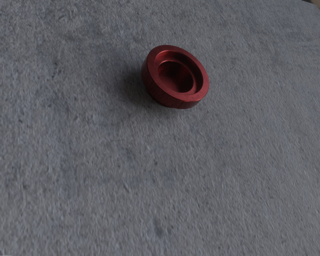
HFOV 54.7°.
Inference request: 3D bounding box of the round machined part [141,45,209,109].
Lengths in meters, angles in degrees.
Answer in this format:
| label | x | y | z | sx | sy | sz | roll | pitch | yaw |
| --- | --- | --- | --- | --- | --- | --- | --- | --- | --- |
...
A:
| label | x | y | z | sx | sy | sz | roll | pitch | yaw |
| --- | --- | --- | --- | --- | --- | --- | --- | --- | --- |
| round machined part | 0.018 | -0.068 | 0.446 | 0.099 | 0.042 | 0.098 | 14 | 56 | -21 |
